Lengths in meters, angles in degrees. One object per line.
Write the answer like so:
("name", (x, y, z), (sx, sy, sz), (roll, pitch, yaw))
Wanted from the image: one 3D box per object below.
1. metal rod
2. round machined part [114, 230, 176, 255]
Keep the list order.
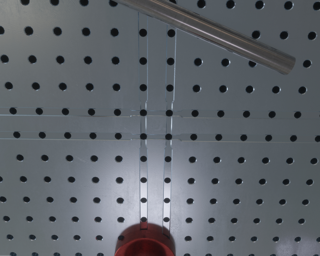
("metal rod", (0.022, -0.130, 0.365), (0.302, 0.025, 0.025), (21, 109, -8))
("round machined part", (-0.024, 0.212, 0.482), (0.099, 0.042, 0.097), (0, 110, 0))
